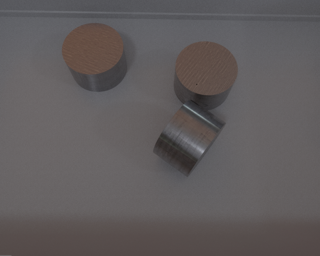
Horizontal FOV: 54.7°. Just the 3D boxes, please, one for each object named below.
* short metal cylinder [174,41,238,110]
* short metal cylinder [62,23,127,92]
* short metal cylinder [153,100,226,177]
[{"bbox_3d":[0.060,-0.070,0.423,0.081,0.050,0.080,0,70,0],"label":"short metal cylinder"},{"bbox_3d":[-0.089,-0.097,0.431,0.081,0.050,0.080,0,70,0],"label":"short metal cylinder"},{"bbox_3d":[0.036,0.012,0.376,0.050,0.080,0.080,35,74,11],"label":"short metal cylinder"}]
